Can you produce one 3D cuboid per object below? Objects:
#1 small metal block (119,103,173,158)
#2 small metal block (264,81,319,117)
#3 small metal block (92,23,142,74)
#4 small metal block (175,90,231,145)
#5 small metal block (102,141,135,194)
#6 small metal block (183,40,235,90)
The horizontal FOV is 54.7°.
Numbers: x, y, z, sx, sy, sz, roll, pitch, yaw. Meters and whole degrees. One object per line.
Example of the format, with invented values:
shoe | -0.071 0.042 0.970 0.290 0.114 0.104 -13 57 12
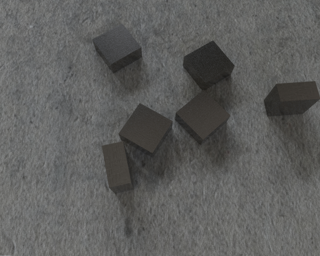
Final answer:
small metal block | -0.018 0.003 0.407 0.050 0.025 0.050 30 72 10
small metal block | 0.173 -0.038 0.411 0.050 0.050 0.025 -4 70 -2
small metal block | -0.061 -0.116 0.450 0.050 0.025 0.050 -33 74 -12
small metal block | 0.056 -0.014 0.414 0.050 0.025 0.050 -40 75 -14
small metal block | -0.050 0.049 0.376 0.025 0.050 0.050 -12 71 -5
small metal block | 0.069 -0.089 0.441 0.050 0.025 0.050 -31 73 -11
